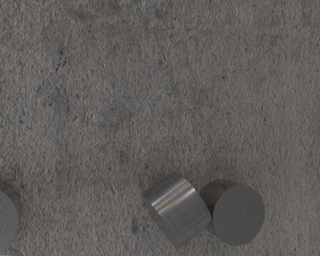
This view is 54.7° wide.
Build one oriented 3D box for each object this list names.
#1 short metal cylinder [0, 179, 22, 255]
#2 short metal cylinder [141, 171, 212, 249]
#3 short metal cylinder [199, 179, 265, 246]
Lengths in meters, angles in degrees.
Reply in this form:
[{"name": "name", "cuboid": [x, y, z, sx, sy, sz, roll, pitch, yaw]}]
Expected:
[{"name": "short metal cylinder", "cuboid": [-0.191, 0.095, 0.326, 0.081, 0.050, 0.080, 0, 90, -20]}, {"name": "short metal cylinder", "cuboid": [0.019, 0.101, 0.387, 0.050, 0.080, 0.080, -34, 101, -17]}, {"name": "short metal cylinder", "cuboid": [0.097, 0.115, 0.431, 0.081, 0.050, 0.080, 0, 90, -20]}]
